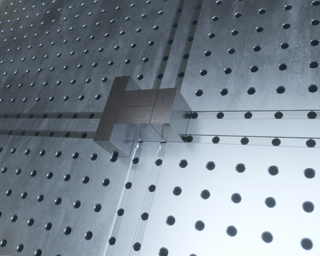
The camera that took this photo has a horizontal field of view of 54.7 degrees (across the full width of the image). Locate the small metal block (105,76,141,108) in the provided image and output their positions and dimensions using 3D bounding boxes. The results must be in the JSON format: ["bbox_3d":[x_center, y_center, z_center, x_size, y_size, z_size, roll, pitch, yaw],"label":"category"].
[{"bbox_3d":[-0.047,-0.038,0.438,0.025,0.050,0.050,0,62,28],"label":"small metal block"}]

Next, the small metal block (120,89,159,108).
[{"bbox_3d":[-0.016,-0.027,0.415,0.050,0.050,0.025,0,62,28],"label":"small metal block"}]

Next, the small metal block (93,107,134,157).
[{"bbox_3d":[-0.058,0.006,0.416,0.025,0.050,0.050,0,62,28],"label":"small metal block"}]

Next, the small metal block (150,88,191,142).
[{"bbox_3d":[0.015,-0.016,0.392,0.025,0.050,0.050,0,62,28],"label":"small metal block"}]

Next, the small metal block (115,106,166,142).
[{"bbox_3d":[-0.022,-0.005,0.404,0.050,0.050,0.025,0,62,28],"label":"small metal block"}]
